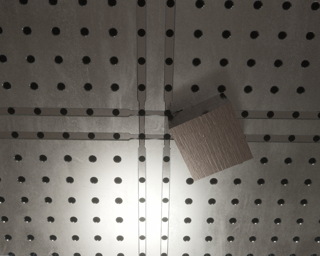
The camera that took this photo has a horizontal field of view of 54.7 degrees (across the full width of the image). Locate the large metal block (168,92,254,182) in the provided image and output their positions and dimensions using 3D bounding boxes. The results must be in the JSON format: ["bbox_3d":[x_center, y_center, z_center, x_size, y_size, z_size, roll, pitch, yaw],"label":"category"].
[{"bbox_3d":[0.064,0.011,0.405,0.080,0.050,0.080,-24,109,8],"label":"large metal block"}]
